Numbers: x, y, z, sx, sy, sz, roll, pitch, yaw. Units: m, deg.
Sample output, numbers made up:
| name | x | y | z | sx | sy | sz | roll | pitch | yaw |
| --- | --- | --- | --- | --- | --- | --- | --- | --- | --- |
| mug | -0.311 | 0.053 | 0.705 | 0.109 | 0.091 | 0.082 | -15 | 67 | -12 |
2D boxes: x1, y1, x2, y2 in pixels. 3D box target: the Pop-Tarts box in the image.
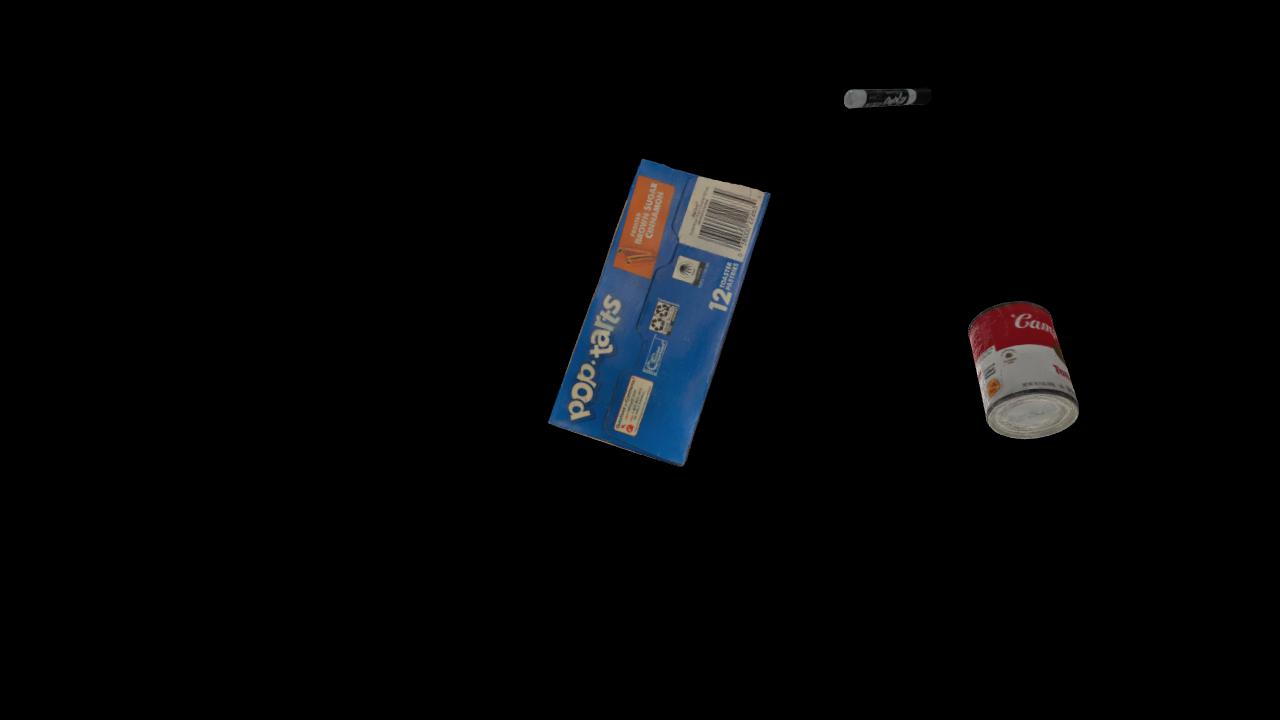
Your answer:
| name | x | y | z | sx | sy | sz | roll | pitch | yaw |
| --- | --- | --- | --- | --- | --- | --- | --- | --- | --- |
| Pop-Tarts box | 0.015 | -0.020 | 0.413 | 0.083 | 0.167 | 0.141 | 18 | -8 | 6 |

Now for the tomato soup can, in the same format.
| name | x | y | z | sx | sy | sz | roll | pitch | yaw |
| --- | --- | --- | --- | --- | --- | --- | --- | --- | --- |
| tomato soup can | 0.327 | 0.008 | 0.530 | 0.068 | 0.101 | 0.068 | 8 | -38 | 7 |

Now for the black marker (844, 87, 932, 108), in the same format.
| name | x | y | z | sx | sy | sz | roll | pitch | yaw |
| --- | --- | --- | --- | --- | --- | --- | --- | --- | --- |
| black marker | 0.276 | -0.289 | 0.677 | 0.121 | 0.020 | 0.020 | -13 | 6 | -25 |
